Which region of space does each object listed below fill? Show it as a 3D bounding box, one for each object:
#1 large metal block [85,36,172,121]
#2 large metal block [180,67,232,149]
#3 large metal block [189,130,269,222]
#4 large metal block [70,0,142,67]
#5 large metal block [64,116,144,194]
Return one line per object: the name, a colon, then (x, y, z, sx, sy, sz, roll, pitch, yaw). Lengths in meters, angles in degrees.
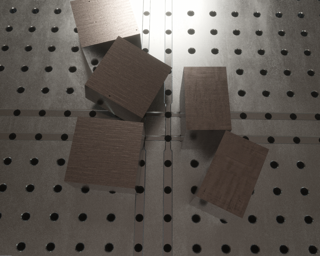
large metal block: (-0.042, -0.060, 0.411, 0.080, 0.050, 0.080, 30, 72, -4)
large metal block: (0.054, -0.022, 0.391, 0.050, 0.080, 0.080, 0, 70, 0)
large metal block: (0.077, 0.060, 0.362, 0.050, 0.080, 0.080, 25, 72, 8)
large metal block: (-0.077, -0.145, 0.450, 0.081, 0.050, 0.080, -16, 71, -6)
large metal block: (-0.064, 0.035, 0.385, 0.080, 0.050, 0.080, 6, 70, 2)
